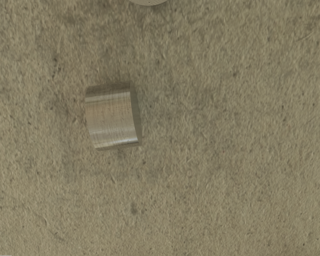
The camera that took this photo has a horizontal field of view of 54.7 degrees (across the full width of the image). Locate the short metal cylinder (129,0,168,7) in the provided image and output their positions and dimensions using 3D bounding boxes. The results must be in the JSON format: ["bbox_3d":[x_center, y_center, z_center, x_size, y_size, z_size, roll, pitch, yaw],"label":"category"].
[{"bbox_3d":[-0.013,-0.173,0.332,0.081,0.050,0.079,0,110,-1],"label":"short metal cylinder"}]

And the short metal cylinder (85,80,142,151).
[{"bbox_3d":[-0.053,-0.014,0.374,0.050,0.080,0.079,-8,110,2],"label":"short metal cylinder"}]
